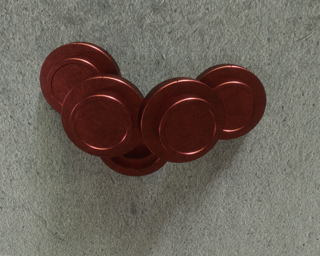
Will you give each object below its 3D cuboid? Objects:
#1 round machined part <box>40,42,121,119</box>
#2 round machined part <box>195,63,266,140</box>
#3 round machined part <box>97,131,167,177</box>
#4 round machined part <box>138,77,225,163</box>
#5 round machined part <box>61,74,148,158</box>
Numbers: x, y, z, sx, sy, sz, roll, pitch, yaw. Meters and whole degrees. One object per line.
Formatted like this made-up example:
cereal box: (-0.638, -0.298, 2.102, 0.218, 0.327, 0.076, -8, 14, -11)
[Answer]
round machined part: (-0.098, -0.054, 0.380, 0.099, 0.042, 0.097, 0, 110, -1)
round machined part: (0.086, -0.030, 0.392, 0.099, 0.042, 0.097, 0, 110, -1)
round machined part: (-0.032, 0.011, 0.405, 0.099, 0.042, 0.097, 0, 110, -1)
round machined part: (0.027, -0.005, 0.345, 0.099, 0.042, 0.097, -5, 109, -13)
round machined part: (-0.063, -0.010, 0.352, 0.099, 0.042, 0.097, 0, 110, -1)
